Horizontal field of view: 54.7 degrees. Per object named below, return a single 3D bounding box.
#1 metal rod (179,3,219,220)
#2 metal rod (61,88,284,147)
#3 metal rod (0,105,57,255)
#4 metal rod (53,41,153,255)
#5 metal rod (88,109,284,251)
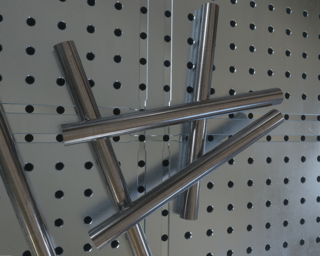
[{"bbox_3d":[0.055,-0.024,0.434,0.025,0.025,0.298,7,88,-20],"label":"metal rod"},{"bbox_3d":[0.031,-0.019,0.397,0.303,0.025,0.025,-11,94,-20],"label":"metal rod"},{"bbox_3d":[-0.166,0.053,0.351,0.025,0.025,0.298,-20,97,-19],"label":"metal rod"},{"bbox_3d":[-0.067,0.040,0.388,0.025,0.025,0.298,-22,98,-19],"label":"metal rod"},{"bbox_3d":[0.046,0.057,0.403,0.302,0.025,0.025,-31,101,-18],"label":"metal rod"}]
